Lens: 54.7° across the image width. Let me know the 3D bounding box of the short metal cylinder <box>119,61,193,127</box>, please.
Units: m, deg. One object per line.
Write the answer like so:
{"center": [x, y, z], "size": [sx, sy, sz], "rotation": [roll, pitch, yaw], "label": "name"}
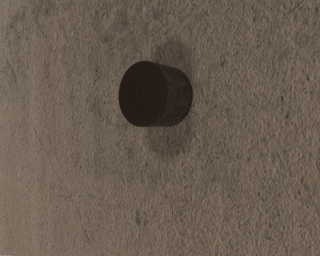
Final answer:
{"center": [-0.006, -0.041, 0.392], "size": [0.080, 0.050, 0.079], "rotation": [0, 90, 39], "label": "short metal cylinder"}
